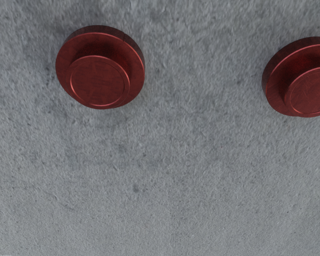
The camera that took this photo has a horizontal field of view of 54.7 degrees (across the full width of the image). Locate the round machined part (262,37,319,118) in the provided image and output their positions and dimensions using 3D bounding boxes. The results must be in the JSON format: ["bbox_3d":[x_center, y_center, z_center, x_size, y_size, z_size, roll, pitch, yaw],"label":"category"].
[{"bbox_3d":[0.172,-0.050,0.356,0.099,0.042,0.097,-1,130,0],"label":"round machined part"}]

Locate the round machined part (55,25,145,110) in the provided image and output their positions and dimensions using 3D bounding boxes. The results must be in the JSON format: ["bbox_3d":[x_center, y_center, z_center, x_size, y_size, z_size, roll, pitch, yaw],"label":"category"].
[{"bbox_3d":[-0.066,-0.059,0.345,0.099,0.042,0.097,-1,130,0],"label":"round machined part"}]
